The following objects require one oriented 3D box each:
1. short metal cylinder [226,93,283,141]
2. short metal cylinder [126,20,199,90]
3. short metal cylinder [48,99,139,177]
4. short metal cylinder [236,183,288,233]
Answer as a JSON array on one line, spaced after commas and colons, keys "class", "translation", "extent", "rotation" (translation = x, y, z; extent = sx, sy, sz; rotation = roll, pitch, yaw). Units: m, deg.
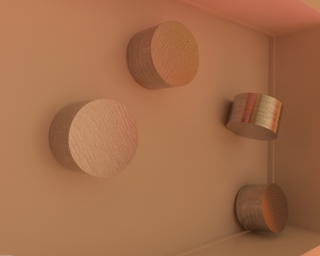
[{"class": "short metal cylinder", "translation": [0.154, -0.017, 0.503], "extent": [0.080, 0.080, 0.050], "rotation": [28, 72, -37]}, {"class": "short metal cylinder", "translation": [0.004, -0.090, 0.396], "extent": [0.081, 0.050, 0.079], "rotation": [0, 90, -40]}, {"class": "short metal cylinder", "translation": [-0.070, 0.010, 0.333], "extent": [0.081, 0.050, 0.079], "rotation": [0, 90, -40]}, {"class": "short metal cylinder", "translation": [0.176, 0.137, 0.533], "extent": [0.081, 0.050, 0.080], "rotation": [11, 72, -39]}]
